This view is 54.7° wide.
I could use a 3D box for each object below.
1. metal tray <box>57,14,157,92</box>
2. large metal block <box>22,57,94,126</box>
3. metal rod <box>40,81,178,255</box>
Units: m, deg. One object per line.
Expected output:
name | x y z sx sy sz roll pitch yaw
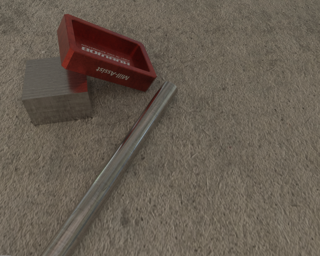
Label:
metal tray | -0.075 -0.106 0.445 0.131 0.030 0.090 12 42 -35
large metal block | -0.139 -0.054 0.431 0.081 0.050 0.080 -8 51 -8
metal rod | -0.051 0.045 0.364 0.025 0.025 0.301 21 53 16
